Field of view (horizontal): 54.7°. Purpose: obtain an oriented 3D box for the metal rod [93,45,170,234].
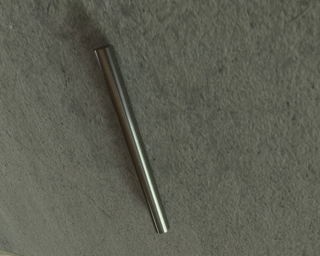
[{"bbox_3d":[-0.033,0.032,0.442,0.025,0.025,0.298,-2,118,28],"label":"metal rod"}]
